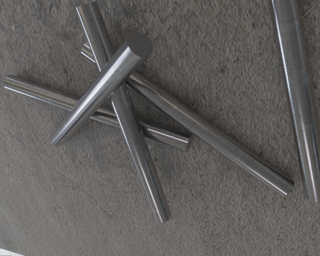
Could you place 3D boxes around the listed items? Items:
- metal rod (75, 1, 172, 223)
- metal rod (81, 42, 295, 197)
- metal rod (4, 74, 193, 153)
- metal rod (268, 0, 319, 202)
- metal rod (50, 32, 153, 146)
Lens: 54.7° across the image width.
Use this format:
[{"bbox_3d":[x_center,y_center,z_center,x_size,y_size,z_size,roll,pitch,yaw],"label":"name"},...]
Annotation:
[{"bbox_3d":[-0.037,-0.002,0.391,0.025,0.025,0.298,-4,117,30],"label":"metal rod"},{"bbox_3d":[0.031,-0.015,0.381,0.301,0.025,0.025,36,129,4],"label":"metal rod"},{"bbox_3d":[-0.098,-0.026,0.442,0.301,0.025,0.025,19,126,17],"label":"metal rod"},{"bbox_3d":[0.133,-0.052,0.303,0.025,0.025,0.298,-7,115,31],"label":"metal rod"},{"bbox_3d":[-0.092,-0.027,0.388,0.025,0.025,0.299,49,144,-7],"label":"metal rod"}]
